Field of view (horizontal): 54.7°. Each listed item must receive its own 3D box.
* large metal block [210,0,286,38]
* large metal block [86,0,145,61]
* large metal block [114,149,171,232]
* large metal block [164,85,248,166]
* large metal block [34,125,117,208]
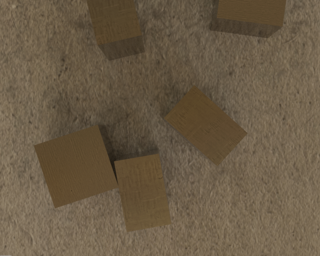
[{"bbox_3d":[0.114,-0.168,0.399,0.081,0.050,0.080,8,90,-1],"label":"large metal block"},{"bbox_3d":[-0.054,-0.136,0.382,0.050,0.080,0.080,-14,90,0],"label":"large metal block"},{"bbox_3d":[-0.019,0.071,0.382,0.050,0.080,0.080,-10,90,0],"label":"large metal block"},{"bbox_3d":[0.051,-0.003,0.383,0.080,0.080,0.050,42,90,-1],"label":"large metal block"},{"bbox_3d":[-0.101,0.046,0.396,0.080,0.050,0.080,-18,90,-1],"label":"large metal block"}]
